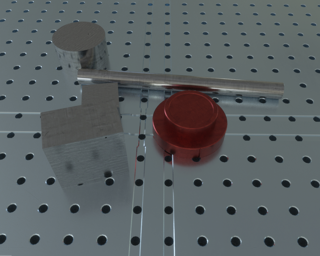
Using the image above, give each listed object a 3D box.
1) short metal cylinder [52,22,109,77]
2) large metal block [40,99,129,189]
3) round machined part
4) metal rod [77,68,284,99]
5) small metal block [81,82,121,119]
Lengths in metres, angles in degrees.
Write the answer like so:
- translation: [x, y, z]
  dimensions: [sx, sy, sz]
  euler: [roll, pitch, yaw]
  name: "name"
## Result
- translation: [-0.125, -0.126, 0.496]
  dimensions: [0.081, 0.050, 0.080]
  euler: [0, 50, 0]
  name: "short metal cylinder"
- translation: [-0.083, 0.019, 0.355]
  dimensions: [0.081, 0.080, 0.050]
  euler: [-12, 51, -11]
  name: "large metal block"
- translation: [0.039, -0.012, 0.407]
  dimensions: [0.099, 0.042, 0.098]
  euler: [0, 50, 0]
  name: "round machined part"
- translation: [0.028, -0.067, 0.464]
  dimensions: [0.302, 0.025, 0.025]
  euler: [5, 50, 3]
  name: "metal rod"
- translation: [-0.083, -0.036, 0.437]
  dimensions: [0.050, 0.025, 0.050]
  euler: [-6, 50, -5]
  name: "small metal block"
